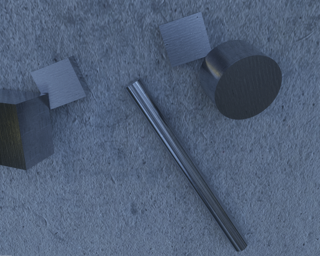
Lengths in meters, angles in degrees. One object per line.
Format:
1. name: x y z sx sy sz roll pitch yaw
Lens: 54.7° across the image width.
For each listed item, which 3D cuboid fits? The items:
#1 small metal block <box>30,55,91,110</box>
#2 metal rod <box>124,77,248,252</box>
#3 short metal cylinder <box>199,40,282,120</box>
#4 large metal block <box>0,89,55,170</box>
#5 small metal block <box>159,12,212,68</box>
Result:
1. small metal block: -0.123 -0.057 0.387 0.050 0.025 0.050 -20 109 6
2. metal rod: 0.045 0.062 0.433 0.025 0.025 0.299 -31 108 10
3. short metal cylinder: 0.093 -0.057 0.364 0.081 0.050 0.079 -8 125 -11
4. large metal block: -0.184 -0.001 0.380 0.080 0.050 0.079 7 111 18
5. small metal block: 0.030 -0.106 0.371 0.050 0.025 0.050 -17 109 6
